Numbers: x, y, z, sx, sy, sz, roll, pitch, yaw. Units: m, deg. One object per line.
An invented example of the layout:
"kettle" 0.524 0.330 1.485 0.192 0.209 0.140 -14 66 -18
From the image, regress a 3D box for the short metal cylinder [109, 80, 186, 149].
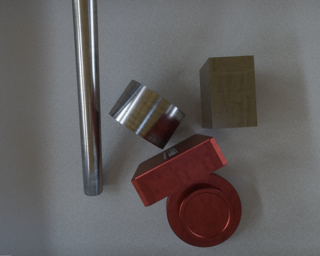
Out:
"short metal cylinder" -0.016 -0.016 0.384 0.080 0.080 0.050 34 90 -1

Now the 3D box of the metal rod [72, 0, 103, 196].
"metal rod" -0.081 -0.052 0.351 0.025 0.025 0.298 3 114 -1

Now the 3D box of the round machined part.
"round machined part" 0.058 0.108 0.404 0.099 0.042 0.097 0 90 -1

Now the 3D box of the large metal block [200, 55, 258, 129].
"large metal block" 0.081 -0.040 0.385 0.050 0.080 0.079 -3 90 0

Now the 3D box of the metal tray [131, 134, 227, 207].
"metal tray" 0.018 0.042 0.359 0.090 0.130 0.030 -28 90 0
